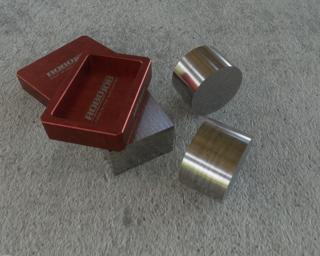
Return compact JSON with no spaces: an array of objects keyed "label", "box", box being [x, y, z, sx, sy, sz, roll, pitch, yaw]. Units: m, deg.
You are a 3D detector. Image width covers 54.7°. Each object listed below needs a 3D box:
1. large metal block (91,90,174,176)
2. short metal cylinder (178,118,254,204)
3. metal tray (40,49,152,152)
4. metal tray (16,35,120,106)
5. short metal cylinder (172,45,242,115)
[{"label":"large metal block","box":[-0.038,0.001,0.386,0.081,0.050,0.080,-22,54,-18]},{"label":"short metal cylinder","box":[0.062,0.035,0.338,0.050,0.080,0.080,25,54,19]},{"label":"metal tray","box":[-0.068,-0.038,0.366,0.090,0.030,0.130,10,50,8]},{"label":"metal tray","box":[-0.133,-0.085,0.471,0.090,0.030,0.131,34,58,25]},{"label":"short metal cylinder","box":[0.064,-0.064,0.422,0.081,0.080,0.050,-23,54,-18]}]
